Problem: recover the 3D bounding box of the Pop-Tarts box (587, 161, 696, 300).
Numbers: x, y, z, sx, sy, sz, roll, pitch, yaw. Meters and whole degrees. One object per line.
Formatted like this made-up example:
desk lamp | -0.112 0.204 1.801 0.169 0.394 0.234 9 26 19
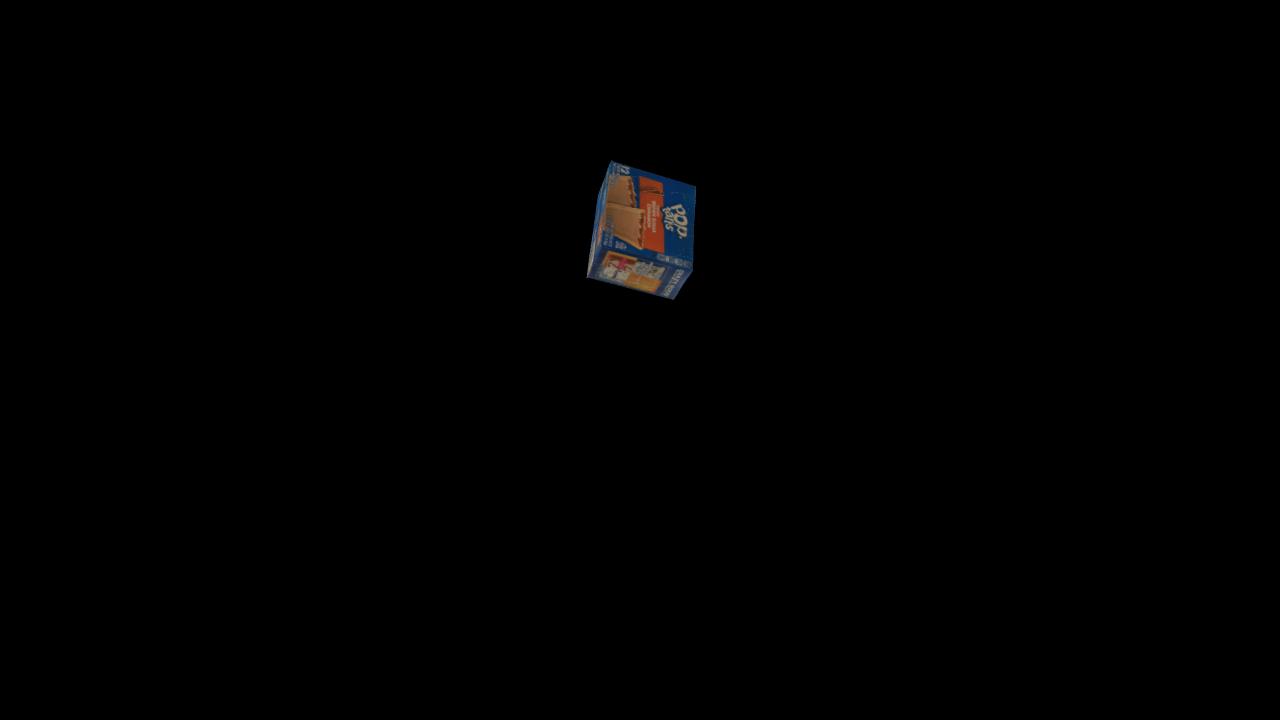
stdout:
Pop-Tarts box | 0.004 -0.195 0.928 0.141 0.167 0.083 13 -30 -14
